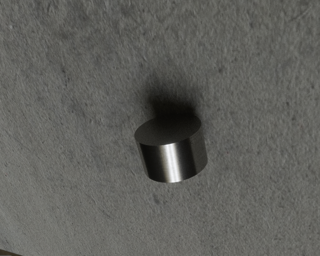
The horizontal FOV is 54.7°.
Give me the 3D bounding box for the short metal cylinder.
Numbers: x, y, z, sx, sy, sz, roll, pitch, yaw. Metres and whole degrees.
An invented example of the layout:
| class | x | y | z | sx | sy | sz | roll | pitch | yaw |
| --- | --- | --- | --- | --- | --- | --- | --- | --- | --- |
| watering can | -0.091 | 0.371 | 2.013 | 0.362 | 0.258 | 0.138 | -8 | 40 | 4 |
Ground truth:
| class | x | y | z | sx | sy | sz | roll | pitch | yaw |
| --- | --- | --- | --- | --- | --- | --- | --- | --- | --- |
| short metal cylinder | 0.014 | 0.022 | 0.376 | 0.080 | 0.080 | 0.050 | 1 | 119 | 27 |
